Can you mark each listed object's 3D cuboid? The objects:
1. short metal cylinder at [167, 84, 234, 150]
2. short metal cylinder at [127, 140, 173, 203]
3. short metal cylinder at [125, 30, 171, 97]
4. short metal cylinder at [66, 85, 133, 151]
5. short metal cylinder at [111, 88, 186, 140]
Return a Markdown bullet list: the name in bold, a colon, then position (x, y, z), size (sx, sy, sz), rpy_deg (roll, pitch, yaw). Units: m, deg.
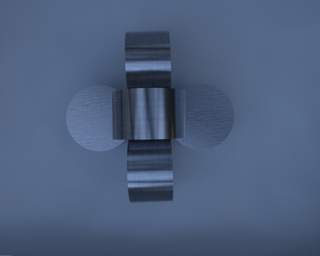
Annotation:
- **short metal cylinder**: position (0.049, -0.013, 0.397), size (0.081, 0.050, 0.080), rpy_deg (0, 90, 0)
- **short metal cylinder**: position (-0.011, 0.050, 0.382), size (0.050, 0.080, 0.080), rpy_deg (-2, 90, -1)
- **short metal cylinder**: position (-0.014, -0.078, 0.382), size (0.050, 0.080, 0.080), rpy_deg (-2, 90, -1)
- **short metal cylinder**: position (-0.072, -0.012, 0.396), size (0.081, 0.050, 0.080), rpy_deg (0, 90, 0)
- **short metal cylinder**: position (-0.012, -0.014, 0.338), size (0.081, 0.080, 0.050), rpy_deg (-1, 90, 0)
